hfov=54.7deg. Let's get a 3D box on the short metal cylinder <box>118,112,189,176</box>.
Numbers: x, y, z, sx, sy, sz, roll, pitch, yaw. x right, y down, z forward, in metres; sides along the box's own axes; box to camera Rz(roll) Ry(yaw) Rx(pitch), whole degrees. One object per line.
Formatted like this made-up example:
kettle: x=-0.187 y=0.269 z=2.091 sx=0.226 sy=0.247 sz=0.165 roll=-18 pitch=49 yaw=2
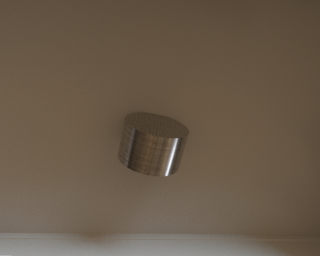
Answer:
short metal cylinder: x=-0.009 y=0.018 z=0.389 sx=0.081 sy=0.080 sz=0.050 roll=12 pitch=110 yaw=-5
